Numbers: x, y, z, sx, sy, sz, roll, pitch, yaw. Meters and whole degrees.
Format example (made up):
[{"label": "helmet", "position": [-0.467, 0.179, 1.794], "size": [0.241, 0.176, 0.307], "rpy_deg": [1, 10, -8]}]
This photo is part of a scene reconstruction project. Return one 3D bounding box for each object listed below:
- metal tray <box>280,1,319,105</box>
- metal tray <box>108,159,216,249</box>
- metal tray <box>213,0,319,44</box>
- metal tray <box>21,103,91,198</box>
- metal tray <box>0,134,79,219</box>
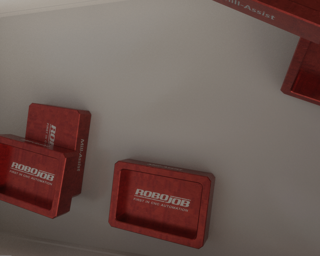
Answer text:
[{"label": "metal tray", "position": [0.174, -0.060, 0.292], "size": [0.090, 0.130, 0.030], "rpy_deg": [23, 76, 18]}, {"label": "metal tray", "position": [0.001, 0.095, 0.407], "size": [0.130, 0.030, 0.089], "rpy_deg": [8, 93, 19]}, {"label": "metal tray", "position": [0.091, -0.134, 0.241], "size": [0.130, 0.030, 0.090], "rpy_deg": [32, 94, 21]}, {"label": "metal tray", "position": [-0.157, 0.032, 0.463], "size": [0.090, 0.030, 0.129], "rpy_deg": [9, 93, 19]}, {"label": "metal tray", "position": [-0.184, 0.065, 0.440], "size": [0.130, 0.030, 0.089], "rpy_deg": [12, 94, 19]}]
